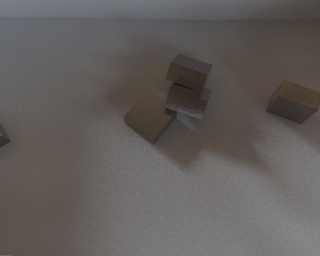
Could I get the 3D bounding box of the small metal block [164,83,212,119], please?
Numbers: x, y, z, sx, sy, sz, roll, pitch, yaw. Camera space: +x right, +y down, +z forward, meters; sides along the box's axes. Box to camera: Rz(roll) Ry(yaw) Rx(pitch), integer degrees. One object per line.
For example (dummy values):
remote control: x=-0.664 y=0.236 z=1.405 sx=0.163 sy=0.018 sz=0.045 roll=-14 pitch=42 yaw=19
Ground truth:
small metal block: x=0.038 y=-0.039 z=0.410 sx=0.050 sy=0.025 sz=0.050 roll=19 pitch=27 yaw=6

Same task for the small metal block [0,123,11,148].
small metal block: x=-0.234 y=0.008 z=0.404 sx=0.050 sy=0.025 sz=0.050 roll=-34 pitch=74 yaw=-12

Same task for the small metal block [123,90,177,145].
small metal block: x=-0.013 y=-0.014 z=0.415 sx=0.050 sy=0.025 sz=0.050 roll=36 pitch=74 yaw=12

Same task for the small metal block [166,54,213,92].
small metal block: x=0.041 y=-0.077 z=0.424 sx=0.050 sy=0.025 sz=0.050 roll=21 pitch=30 yaw=7

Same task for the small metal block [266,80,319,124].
small metal block: x=0.176 y=-0.033 z=0.411 sx=0.050 sy=0.050 sz=0.025 roll=21 pitch=72 yaw=7
